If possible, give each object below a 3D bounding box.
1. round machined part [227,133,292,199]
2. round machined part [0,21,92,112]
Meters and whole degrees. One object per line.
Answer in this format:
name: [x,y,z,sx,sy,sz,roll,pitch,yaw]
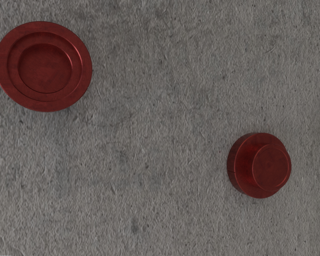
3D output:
round machined part: [0.152,0.056,0.456,0.099,0.042,0.097,0,90,-20]
round machined part: [-0.130,-0.066,0.352,0.099,0.042,0.097,0,90,-20]
